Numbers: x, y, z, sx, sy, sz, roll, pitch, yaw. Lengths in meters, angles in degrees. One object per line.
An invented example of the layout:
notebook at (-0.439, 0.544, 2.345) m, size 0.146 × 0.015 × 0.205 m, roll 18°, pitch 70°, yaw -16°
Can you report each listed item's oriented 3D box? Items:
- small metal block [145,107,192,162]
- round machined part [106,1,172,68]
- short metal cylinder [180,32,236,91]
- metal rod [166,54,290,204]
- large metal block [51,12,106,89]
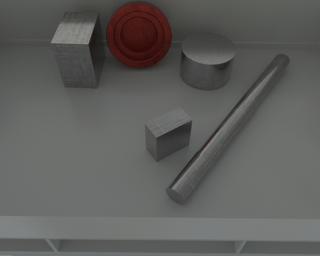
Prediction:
small metal block at (0.010, 0.008, 0.382) m, size 0.050 × 0.050 × 0.025 m, roll -26°, pitch 55°, yaw -21°
round machined part at (-0.033, -0.147, 0.485) m, size 0.099 × 0.097 × 0.042 m, roll -3°, pitch 31°, yaw -3°
short metal cylinder at (0.072, -0.103, 0.477) m, size 0.081 × 0.050 × 0.080 m, roll 0°, pitch 50°, yaw 0°
metal rod at (0.107, -0.017, 0.420) m, size 0.025 × 0.025 × 0.301 m, roll 30°, pitch 56°, yaw 22°
large metal block at (-0.118, -0.117, 0.466) m, size 0.050 × 0.080 × 0.080 m, roll 2°, pitch 50°, yaw 1°
